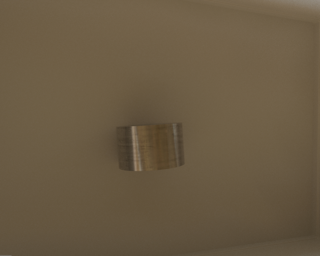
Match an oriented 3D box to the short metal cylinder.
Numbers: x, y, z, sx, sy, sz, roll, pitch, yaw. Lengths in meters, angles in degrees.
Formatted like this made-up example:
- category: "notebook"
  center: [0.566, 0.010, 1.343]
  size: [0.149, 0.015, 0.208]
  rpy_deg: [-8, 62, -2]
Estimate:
- category: "short metal cylinder"
  center: [-0.011, 0.021, 0.378]
  size: [0.081, 0.080, 0.050]
  rpy_deg: [-4, 92, -20]
